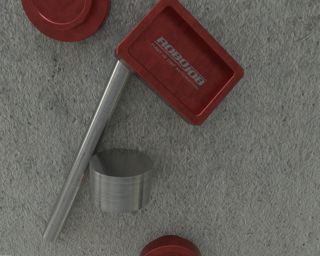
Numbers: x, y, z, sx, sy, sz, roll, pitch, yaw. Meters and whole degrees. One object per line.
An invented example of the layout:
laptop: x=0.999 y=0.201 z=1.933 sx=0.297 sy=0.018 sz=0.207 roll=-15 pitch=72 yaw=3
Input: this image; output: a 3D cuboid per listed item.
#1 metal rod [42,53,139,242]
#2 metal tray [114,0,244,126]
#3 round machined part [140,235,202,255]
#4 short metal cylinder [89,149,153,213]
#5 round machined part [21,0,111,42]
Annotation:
metal rod: x=-0.101 y=0.036 z=0.421 sx=0.025 sy=0.025 sz=0.298 roll=24 pitch=108 yaw=-9
metal tray: x=0.024 y=-0.076 z=0.364 sx=0.130 sy=0.030 sz=0.090 roll=42 pitch=86 yaw=-14
round machined part: x=0.016 y=0.206 z=0.477 sx=0.099 sy=0.042 sz=0.097 roll=0 pitch=110 yaw=-1
short metal cylinder: x=-0.051 y=0.066 z=0.404 sx=0.081 sy=0.080 sz=0.050 roll=4 pitch=110 yaw=-2
round machined part: x=-0.107 y=-0.146 z=0.345 sx=0.099 sy=0.042 sz=0.097 roll=0 pitch=110 yaw=-1
